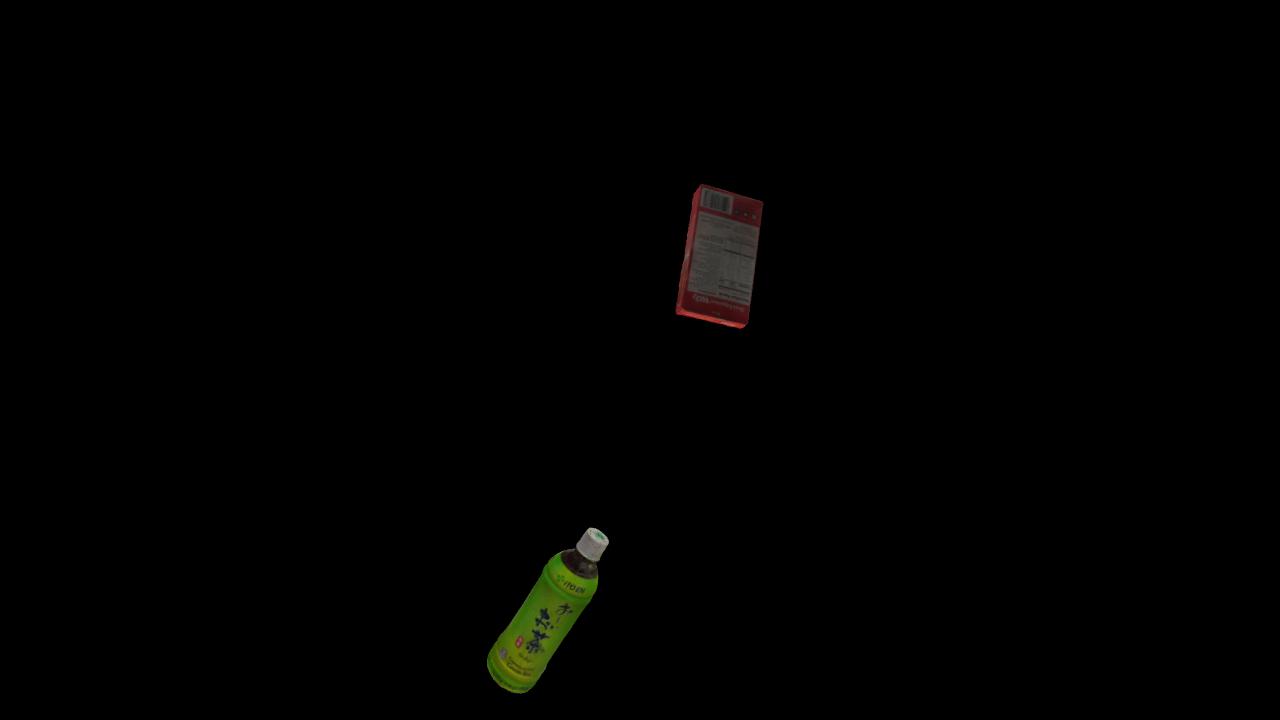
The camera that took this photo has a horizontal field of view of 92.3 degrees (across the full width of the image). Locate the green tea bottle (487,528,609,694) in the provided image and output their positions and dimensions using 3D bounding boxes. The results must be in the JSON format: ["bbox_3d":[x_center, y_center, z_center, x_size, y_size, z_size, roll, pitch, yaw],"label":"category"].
[{"bbox_3d":[-0.105,0.293,0.735,0.073,0.212,0.073,29,9,-5],"label":"green tea bottle"}]

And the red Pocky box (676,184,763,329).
[{"bbox_3d":[0.092,-0.119,0.708,0.083,0.155,0.028,13,-13,-14],"label":"red Pocky box"}]
